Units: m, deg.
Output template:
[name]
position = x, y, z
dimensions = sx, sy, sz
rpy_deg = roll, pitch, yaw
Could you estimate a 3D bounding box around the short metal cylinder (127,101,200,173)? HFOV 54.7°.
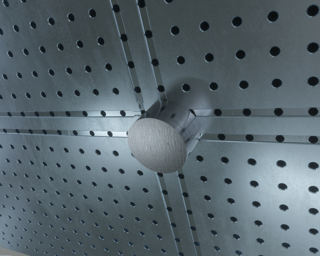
[short metal cylinder]
position = 0.006, 0.011, 0.399
dimensions = 0.080, 0.050, 0.079
rpy_deg = 13, 124, 21
